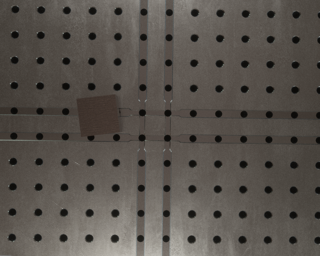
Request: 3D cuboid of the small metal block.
[{"bbox_3d":[-0.080,-0.016,0.412,0.050,0.025,0.050,-7,90,-1],"label":"small metal block"}]
